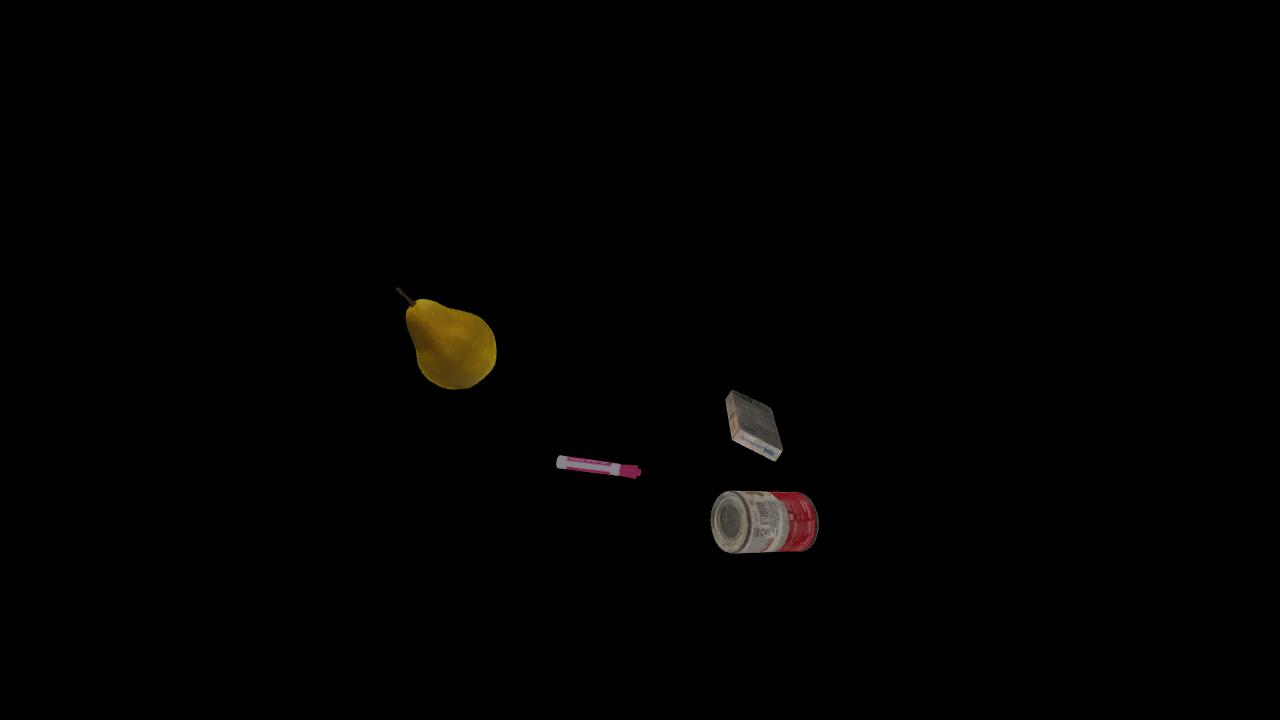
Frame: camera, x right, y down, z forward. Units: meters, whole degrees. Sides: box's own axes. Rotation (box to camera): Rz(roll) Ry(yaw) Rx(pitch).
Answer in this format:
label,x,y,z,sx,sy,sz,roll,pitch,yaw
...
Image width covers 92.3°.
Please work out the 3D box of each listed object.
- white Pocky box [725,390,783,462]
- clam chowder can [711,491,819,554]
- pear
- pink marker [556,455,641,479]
label,x,y,z,sx,sy,sz,roll,pitch,yaw
white Pocky box,0.191,0.106,1.039,0.084,0.028,0.154,27,21,-7
clam chowder can,0.138,0.180,0.686,0.102,0.068,0.068,8,-4,-30
pear,-0.184,-0.023,0.573,0.080,0.080,0.111,0,-32,28
pink marker,-0.058,0.150,0.863,0.121,0.020,0.020,6,1,13
